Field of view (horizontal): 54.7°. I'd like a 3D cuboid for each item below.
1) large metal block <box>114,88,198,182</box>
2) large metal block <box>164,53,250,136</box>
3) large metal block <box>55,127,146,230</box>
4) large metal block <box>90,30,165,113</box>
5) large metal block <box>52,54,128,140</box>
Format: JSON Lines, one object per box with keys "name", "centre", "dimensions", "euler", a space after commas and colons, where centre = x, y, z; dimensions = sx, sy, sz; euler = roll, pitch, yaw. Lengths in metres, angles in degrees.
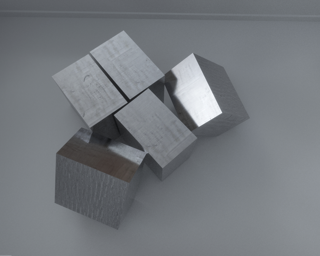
{"name": "large metal block", "centre": [-0.005, 0.012, 0.374], "dimensions": [0.050, 0.080, 0.080], "euler": [-40, 75, -13]}
{"name": "large metal block", "centre": [0.058, -0.038, 0.387], "dimensions": [0.050, 0.080, 0.080], "euler": [-33, 68, 31]}
{"name": "large metal block", "centre": [-0.068, 0.057, 0.350], "dimensions": [0.080, 0.079, 0.050], "euler": [21, 37, 7]}
{"name": "large metal block", "centre": [-0.039, -0.062, 0.401], "dimensions": [0.050, 0.080, 0.080], "euler": [-37, 75, -12]}
{"name": "large metal block", "centre": [-0.081, -0.031, 0.390], "dimensions": [0.050, 0.080, 0.080], "euler": [-36, 74, -12]}
